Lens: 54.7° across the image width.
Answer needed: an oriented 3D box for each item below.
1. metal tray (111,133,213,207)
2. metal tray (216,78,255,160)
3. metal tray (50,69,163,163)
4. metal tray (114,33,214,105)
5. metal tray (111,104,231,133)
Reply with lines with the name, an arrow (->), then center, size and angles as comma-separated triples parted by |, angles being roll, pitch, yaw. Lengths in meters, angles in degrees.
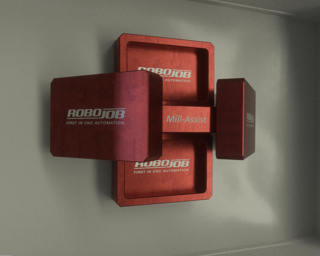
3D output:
metal tray -> 0.004, 0.050, 0.406 | 0.131, 0.030, 0.089 | 0, 90, -21
metal tray -> 0.100, -0.009, 0.397 | 0.030, 0.130, 0.089 | 1, 90, 22
metal tray -> -0.062, -0.012, 0.337 | 0.030, 0.130, 0.089 | 1, 89, -62
metal tray -> 0.007, -0.070, 0.408 | 0.131, 0.030, 0.089 | 0, 91, -21
metal tray -> 0.013, -0.010, 0.379 | 0.131, 0.090, 0.030 | 0, 90, -21
